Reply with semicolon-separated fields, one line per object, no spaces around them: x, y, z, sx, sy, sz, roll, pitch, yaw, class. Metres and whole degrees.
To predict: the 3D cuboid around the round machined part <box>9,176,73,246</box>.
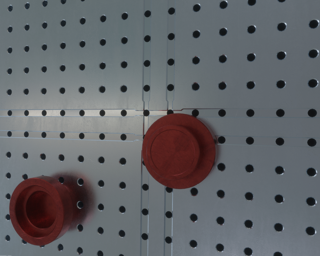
-0.171;0.120;0.464;0.098;0.042;0.097;0;90;20;round machined part

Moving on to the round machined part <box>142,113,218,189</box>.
0.022;0.030;0.396;0.098;0.042;0.097;0;90;20;round machined part
